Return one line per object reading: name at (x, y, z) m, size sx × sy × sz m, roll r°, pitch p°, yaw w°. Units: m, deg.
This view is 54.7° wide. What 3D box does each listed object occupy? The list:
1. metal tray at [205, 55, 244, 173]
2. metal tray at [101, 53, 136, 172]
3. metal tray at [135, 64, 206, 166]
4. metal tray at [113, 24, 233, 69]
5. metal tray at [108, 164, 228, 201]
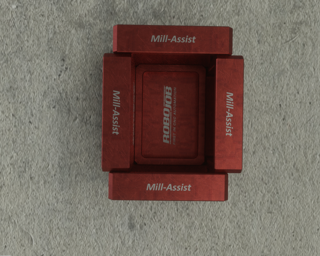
metal tray at (0.075, -0.015, 0.379) m, size 0.030 × 0.090 × 0.129 m, roll 1°, pitch 90°, yaw 0°
metal tray at (-0.047, -0.017, 0.377) m, size 0.030 × 0.090 × 0.129 m, roll 1°, pitch 90°, yaw 0°
metal tray at (0.013, -0.017, 0.409) m, size 0.091 × 0.030 × 0.129 m, roll 1°, pitch 90°, yaw -1°
metal tray at (0.014, -0.096, 0.378) m, size 0.131 × 0.090 × 0.030 m, roll 1°, pitch 90°, yaw -1°
metal tray at (0.009, 0.063, 0.378) m, size 0.131 × 0.090 × 0.030 m, roll 1°, pitch 90°, yaw -1°
